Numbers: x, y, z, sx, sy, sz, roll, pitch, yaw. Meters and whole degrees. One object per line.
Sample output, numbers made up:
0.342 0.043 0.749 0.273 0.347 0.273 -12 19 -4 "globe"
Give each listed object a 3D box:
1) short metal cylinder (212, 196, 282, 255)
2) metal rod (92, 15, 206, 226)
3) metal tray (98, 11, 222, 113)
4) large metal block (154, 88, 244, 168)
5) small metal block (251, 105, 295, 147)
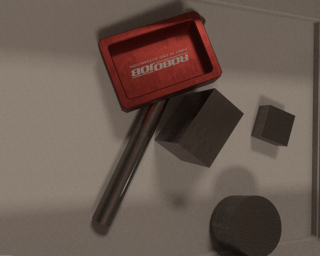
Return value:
0.121 0.136 0.436 0.081 0.050 0.080 5 77 -21 "short metal cylinder"
-0.010 -0.018 0.407 0.025 0.025 0.299 28 81 -18 "metal rod"
0.000 -0.082 0.387 0.131 0.030 0.090 -20 86 -9 "metal tray"
0.047 0.000 0.400 0.050 0.080 0.080 38 78 -17 "large metal block"
0.174 -0.003 0.477 0.050 0.025 0.050 20 83 -19 "small metal block"
